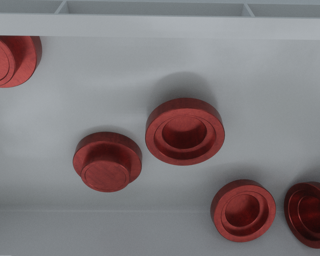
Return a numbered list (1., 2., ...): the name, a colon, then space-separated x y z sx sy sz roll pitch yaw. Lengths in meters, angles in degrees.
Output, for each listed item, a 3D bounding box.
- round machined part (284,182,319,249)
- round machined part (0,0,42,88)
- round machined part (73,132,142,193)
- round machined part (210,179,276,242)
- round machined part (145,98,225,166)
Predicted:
1. round machined part: 0.244 0.132 0.479 0.042 0.098 0.097 -2 133 -22
2. round machined part: -0.181 -0.083 0.326 0.099 0.042 0.097 0 130 0
3. round machined part: -0.076 0.055 0.444 0.099 0.042 0.097 0 130 0
4. round machined part: 0.127 0.126 0.489 0.099 0.042 0.097 -2 104 -8
5. round machined part: 0.031 0.000 0.398 0.099 0.042 0.097 0 130 0
